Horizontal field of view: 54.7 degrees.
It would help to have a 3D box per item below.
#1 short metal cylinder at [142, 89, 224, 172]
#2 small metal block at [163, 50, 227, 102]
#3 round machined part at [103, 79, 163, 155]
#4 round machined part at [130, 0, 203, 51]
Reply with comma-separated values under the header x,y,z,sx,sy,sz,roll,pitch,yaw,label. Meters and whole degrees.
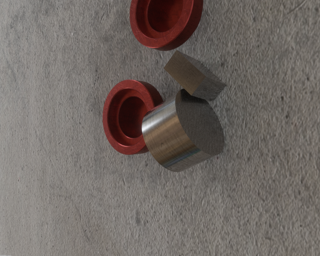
x,y,z,sx,sy,sz,roll,pitch,yaw,label
0.027,0.003,0.346,0.050,0.081,0.080,-32,71,35,short metal cylinder
0.040,-0.058,0.353,0.050,0.050,0.025,49,114,28,small metal block
-0.029,-0.014,0.415,0.098,0.042,0.097,0,90,40,round machined part
0.012,-0.144,0.382,0.098,0.042,0.097,0,90,39,round machined part
